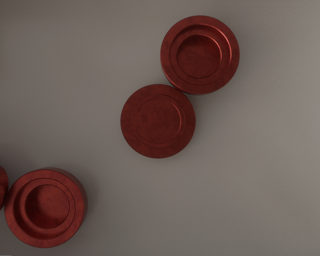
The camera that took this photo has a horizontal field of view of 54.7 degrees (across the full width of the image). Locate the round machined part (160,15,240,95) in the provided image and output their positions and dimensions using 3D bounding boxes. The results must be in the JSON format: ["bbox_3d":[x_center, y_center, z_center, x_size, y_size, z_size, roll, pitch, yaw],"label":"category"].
[{"bbox_3d":[0.050,-0.091,0.403,0.099,0.042,0.097,0,90,0],"label":"round machined part"}]

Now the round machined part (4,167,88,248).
[{"bbox_3d":[-0.143,0.099,0.402,0.099,0.042,0.097,0,90,0],"label":"round machined part"}]

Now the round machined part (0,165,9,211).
[{"bbox_3d":[-0.228,0.077,0.386,0.098,0.042,0.098,-8,75,31],"label":"round machined part"}]

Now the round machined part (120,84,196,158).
[{"bbox_3d":[-0.002,-0.009,0.403,0.099,0.042,0.097,0,90,0],"label":"round machined part"}]
